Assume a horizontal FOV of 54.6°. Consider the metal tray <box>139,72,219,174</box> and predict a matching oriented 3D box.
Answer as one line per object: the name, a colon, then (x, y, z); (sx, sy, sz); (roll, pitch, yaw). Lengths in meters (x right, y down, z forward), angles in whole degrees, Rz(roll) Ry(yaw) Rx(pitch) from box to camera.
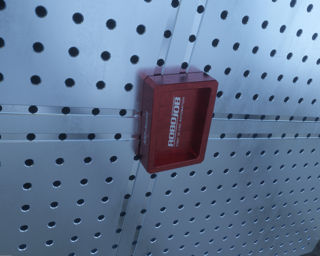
metal tray: (0.023, -0.006, 0.415); (0.091, 0.030, 0.129); (-9, 122, -24)
